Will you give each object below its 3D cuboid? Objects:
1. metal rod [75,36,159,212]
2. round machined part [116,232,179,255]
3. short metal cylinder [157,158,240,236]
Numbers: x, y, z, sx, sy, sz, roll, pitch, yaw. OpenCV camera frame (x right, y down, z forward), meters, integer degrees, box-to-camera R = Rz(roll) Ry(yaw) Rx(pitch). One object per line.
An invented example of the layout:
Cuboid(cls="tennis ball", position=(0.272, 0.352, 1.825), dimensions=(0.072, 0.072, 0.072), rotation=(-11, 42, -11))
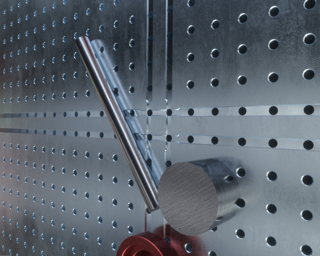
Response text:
Cuboid(cls="metal rod", position=(-0.066, -0.019, 0.463), dimensions=(0.025, 0.025, 0.299), rotation=(-41, 66, 32))
Cuboid(cls="round machined part", position=(-0.010, 0.186, 0.407), dimensions=(0.098, 0.042, 0.097), rotation=(0, 90, 40))
Cuboid(cls="short metal cylinder", position=(0.044, 0.077, 0.357), dimensions=(0.080, 0.050, 0.079), rotation=(0, 90, 40))
